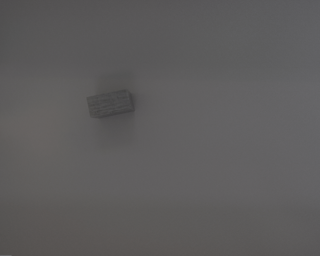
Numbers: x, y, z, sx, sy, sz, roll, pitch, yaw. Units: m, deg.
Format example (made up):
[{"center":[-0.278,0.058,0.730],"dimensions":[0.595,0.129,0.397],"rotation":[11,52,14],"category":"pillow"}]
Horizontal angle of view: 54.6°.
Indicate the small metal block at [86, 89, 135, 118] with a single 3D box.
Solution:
[{"center":[-0.062,-0.030,0.399],"dimensions":[0.050,0.050,0.025],"rotation":[-12,90,0],"category":"small metal block"}]
